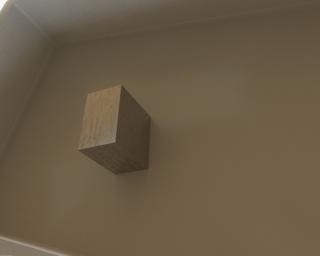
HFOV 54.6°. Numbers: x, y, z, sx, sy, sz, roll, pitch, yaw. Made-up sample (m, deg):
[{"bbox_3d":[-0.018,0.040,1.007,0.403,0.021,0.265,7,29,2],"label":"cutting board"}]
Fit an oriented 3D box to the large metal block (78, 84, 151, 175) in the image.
[{"bbox_3d":[-0.054,0.005,0.397,0.050,0.080,0.080,-13,57,22],"label":"large metal block"}]
